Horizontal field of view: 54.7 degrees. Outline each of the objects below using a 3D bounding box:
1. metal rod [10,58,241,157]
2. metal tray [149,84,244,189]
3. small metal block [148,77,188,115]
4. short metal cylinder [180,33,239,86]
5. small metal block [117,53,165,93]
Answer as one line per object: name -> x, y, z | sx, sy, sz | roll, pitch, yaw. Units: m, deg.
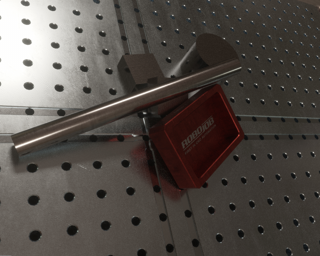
metal rod -> -0.021, -0.035, 0.379 | 0.302, 0.025, 0.025 | -23, 74, -24
metal tray -> 0.054, 0.008, 0.411 | 0.131, 0.030, 0.090 | -38, 105, -39
small metal block -> 0.011, -0.043, 0.426 | 0.050, 0.025, 0.050 | -2, 92, -33
short metal cylinder -> 0.080, -0.106, 0.502 | 0.081, 0.050, 0.080 | 14, 56, -21
small metal block -> -0.026, -0.078, 0.443 | 0.050, 0.025, 0.050 | -12, 68, -34
